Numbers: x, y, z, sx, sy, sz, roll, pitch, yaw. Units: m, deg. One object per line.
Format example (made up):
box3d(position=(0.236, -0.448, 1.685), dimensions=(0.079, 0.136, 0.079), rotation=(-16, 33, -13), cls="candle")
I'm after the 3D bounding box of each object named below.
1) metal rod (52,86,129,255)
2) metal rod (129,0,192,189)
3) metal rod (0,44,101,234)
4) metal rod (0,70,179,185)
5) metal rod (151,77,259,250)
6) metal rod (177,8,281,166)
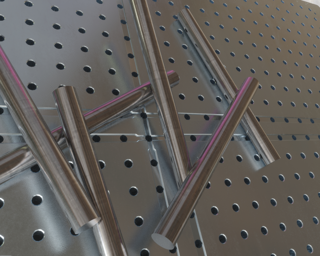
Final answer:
box3d(position=(-0.053, 0.096, 0.301), dimensions=(0.025, 0.025, 0.299), rotation=(-12, 74, -33), cls="metal rod")
box3d(position=(0.001, -0.056, 0.410), dimensions=(0.025, 0.025, 0.299), rotation=(-7, 75, -31), cls="metal rod")
box3d(position=(-0.147, -0.028, 0.321), dimensions=(0.025, 0.025, 0.300), rotation=(-22, 66, -36), cls="metal rod")
box3d(position=(-0.080, -0.009, 0.370), dimensions=(0.302, 0.025, 0.025), rotation=(-34, 81, -38), cls="metal rod")
box3d(position=(0.074, 0.020, 0.399), dimensions=(0.025, 0.025, 0.301), rotation=(40, 50, -2), cls="metal rod")
box3d(position=(0.106, -0.077, 0.511), dimensions=(0.025, 0.025, 0.299), rotation=(-15, 70, -34), cls="metal rod")
